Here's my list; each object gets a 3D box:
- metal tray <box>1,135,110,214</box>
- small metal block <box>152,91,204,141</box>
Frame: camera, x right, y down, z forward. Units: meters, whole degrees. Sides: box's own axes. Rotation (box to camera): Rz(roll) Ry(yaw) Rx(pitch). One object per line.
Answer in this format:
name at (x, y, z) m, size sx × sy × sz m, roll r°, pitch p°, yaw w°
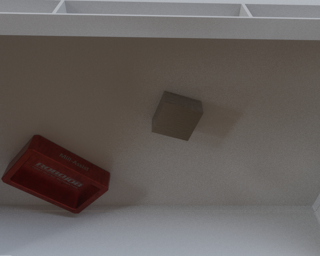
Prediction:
metal tray at (-0.153, 0.074, 0.466) m, size 0.130 × 0.030 × 0.090 m, roll 34°, pitch 122°, yaw -26°
small metal block at (0.021, -0.015, 0.397) m, size 0.050 × 0.025 × 0.050 m, roll 15°, pitch 129°, yaw -13°
